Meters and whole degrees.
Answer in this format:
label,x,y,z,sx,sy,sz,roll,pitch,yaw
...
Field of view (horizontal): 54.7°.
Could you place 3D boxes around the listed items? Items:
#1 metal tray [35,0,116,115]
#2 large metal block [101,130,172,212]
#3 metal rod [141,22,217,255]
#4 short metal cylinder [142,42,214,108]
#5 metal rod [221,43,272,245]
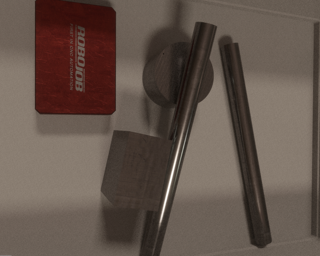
label,x,y,z,sx,sy,sz,roll,pitch,yaw
metal tray,-0.101,-0.081,0.371,0.091,0.030,0.129,0,90,-21
large metal block,-0.031,0.047,0.371,0.050,0.080,0.080,13,86,-20
metal rod,0.020,0.025,0.380,0.025,0.025,0.298,9,102,-20
short metal cylinder,0.023,-0.067,0.407,0.081,0.050,0.079,0,90,-20
metal rod,0.129,0.026,0.459,0.025,0.025,0.298,-12,94,-20
